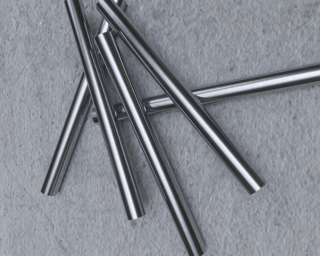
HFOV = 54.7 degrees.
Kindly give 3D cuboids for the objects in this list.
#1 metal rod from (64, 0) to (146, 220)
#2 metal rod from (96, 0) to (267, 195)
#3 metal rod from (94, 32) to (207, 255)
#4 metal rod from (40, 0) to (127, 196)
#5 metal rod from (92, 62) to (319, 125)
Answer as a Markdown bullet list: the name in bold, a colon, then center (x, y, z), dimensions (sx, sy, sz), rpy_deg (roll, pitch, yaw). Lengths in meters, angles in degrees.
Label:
- **metal rod**: center (-0.073, -0.030, 0.406), dimensions (0.025, 0.025, 0.299), rpy_deg (-19, 84, 18)
- **metal rod**: center (0.018, -0.048, 0.374), dimensions (0.025, 0.025, 0.300), rpy_deg (-42, 77, 15)
- **metal rod**: center (-0.012, 0.021, 0.392), dimensions (0.025, 0.025, 0.299), rpy_deg (-23, 90, 18)
- **metal rod**: center (-0.112, -0.041, 0.447), dimensions (0.025, 0.025, 0.298), rpy_deg (24, 98, 18)
- **metal rod**: center (0.051, -0.040, 0.390), dimensions (0.301, 0.025, 0.025), rpy_deg (-9, 87, 19)
